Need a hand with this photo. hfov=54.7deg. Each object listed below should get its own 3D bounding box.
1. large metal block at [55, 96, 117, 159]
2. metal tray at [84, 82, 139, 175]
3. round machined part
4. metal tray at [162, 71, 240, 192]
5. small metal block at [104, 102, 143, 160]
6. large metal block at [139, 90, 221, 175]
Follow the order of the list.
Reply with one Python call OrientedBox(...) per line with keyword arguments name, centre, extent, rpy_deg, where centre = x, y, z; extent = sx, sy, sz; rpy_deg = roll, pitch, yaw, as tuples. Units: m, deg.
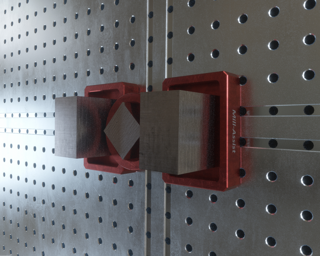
OrientedBox(name="large metal block", centre=(-0.099, -0.001, 0.438), extent=(0.050, 0.081, 0.080), rpy_deg=(1, 91, 40))
OrientedBox(name="metal tray", centre=(-0.075, 0.000, 0.467), extent=(0.090, 0.030, 0.129), rpy_deg=(1, 90, 40))
OrientedBox(name="round machined part", centre=(-0.023, 0.004, 0.406), extent=(0.098, 0.042, 0.097), rpy_deg=(0, 90, 40))
OrientedBox(name="metal tray", centre=(0.046, 0.003, 0.367), extent=(0.090, 0.030, 0.129), rpy_deg=(0, 90, 40))
OrientedBox(name="small metal block", centre=(-0.038, 0.003, 0.388), extent=(0.050, 0.025, 0.050), rpy_deg=(52, 120, 27))
OrientedBox(name="large metal block", centre=(0.024, 0.003, 0.336), extent=(0.050, 0.081, 0.079), rpy_deg=(2, 91, 40))
